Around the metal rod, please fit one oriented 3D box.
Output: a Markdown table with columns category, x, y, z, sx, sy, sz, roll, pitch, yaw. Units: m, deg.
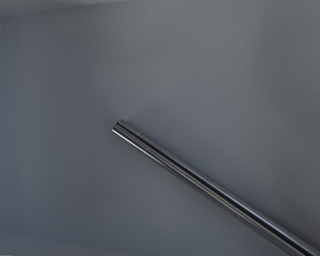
| category | x | y | z | sx | sy | sz | roll | pitch | yaw |
| --- | --- | --- | --- | --- | --- | --- | --- | --- | --- |
| metal rod | 0.063 | 0.076 | 0.388 | 0.300 | 0.025 | 0.025 | 33 | 101 | 17 |
